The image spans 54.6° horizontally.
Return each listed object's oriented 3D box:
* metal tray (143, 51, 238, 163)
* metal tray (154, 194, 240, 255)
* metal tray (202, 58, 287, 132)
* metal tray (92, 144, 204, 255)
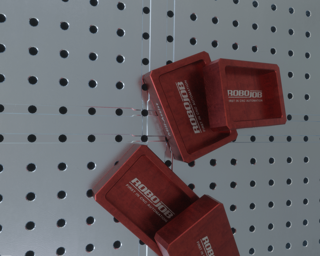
[{"bbox_3d":[0.043,-0.029,0.425,0.091,0.030,0.129,-24,98,-18],"label":"metal tray"},{"bbox_3d":[0.055,0.164,0.407,0.090,0.030,0.129,-33,118,-22],"label":"metal tray"},{"bbox_3d":[0.121,-0.045,0.430,0.131,0.030,0.090,-4,86,-37],"label":"metal tray"},{"bbox_3d":[-0.011,0.095,0.405,0.130,0.030,0.090,46,76,-14],"label":"metal tray"}]
